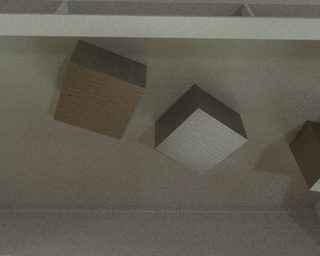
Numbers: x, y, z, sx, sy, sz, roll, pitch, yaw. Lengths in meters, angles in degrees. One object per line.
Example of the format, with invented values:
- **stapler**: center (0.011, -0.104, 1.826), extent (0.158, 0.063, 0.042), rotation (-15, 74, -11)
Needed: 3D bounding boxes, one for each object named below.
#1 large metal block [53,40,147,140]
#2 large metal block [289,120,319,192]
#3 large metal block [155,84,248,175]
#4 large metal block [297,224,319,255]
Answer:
- **large metal block**: center (-0.068, -0.042, 0.356), extent (0.081, 0.050, 0.079), rotation (18, 128, -15)
- **large metal block**: center (0.232, 0.041, 0.410), extent (0.081, 0.080, 0.050), rotation (10, 129, -9)
- **large metal block**: center (0.050, 0.004, 0.397), extent (0.080, 0.050, 0.080), rotation (30, 124, -24)
- **large metal block**: center (0.319, 0.228, 0.592), extent (0.080, 0.050, 0.079), rotation (-2, 130, 2)
